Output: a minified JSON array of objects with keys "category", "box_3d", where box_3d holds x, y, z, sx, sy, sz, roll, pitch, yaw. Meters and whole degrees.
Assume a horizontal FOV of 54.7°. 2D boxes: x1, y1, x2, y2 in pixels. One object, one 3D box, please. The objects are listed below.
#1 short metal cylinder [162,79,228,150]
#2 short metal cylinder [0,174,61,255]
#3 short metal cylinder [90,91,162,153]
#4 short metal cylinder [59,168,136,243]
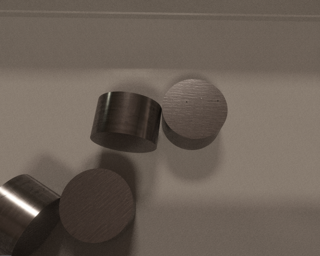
[{"category":"short metal cylinder","box_3d":[0.043,-0.016,0.403,0.081,0.050,0.080,0,70,0]},{"category":"short metal cylinder","box_3d":[-0.152,0.099,0.343,0.050,0.080,0.080,30,73,10]},{"category":"short metal cylinder","box_3d":[-0.041,-0.005,0.382,0.080,0.080,0.050,7,70,2]},{"category":"short metal cylinder","box_3d":[-0.070,0.092,0.362,0.081,0.050,0.080,0,70,-1]}]
